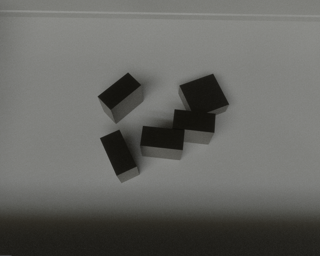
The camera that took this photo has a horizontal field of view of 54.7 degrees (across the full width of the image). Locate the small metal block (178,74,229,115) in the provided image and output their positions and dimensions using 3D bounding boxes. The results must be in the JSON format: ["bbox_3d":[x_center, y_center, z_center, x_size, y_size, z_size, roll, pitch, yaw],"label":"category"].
[{"bbox_3d":[0.059,-0.040,0.425,0.050,0.025,0.050,-20,72,-8],"label":"small metal block"}]

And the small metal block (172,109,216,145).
[{"bbox_3d":[0.041,0.000,0.397,0.050,0.050,0.025,6,70,2],"label":"small metal block"}]

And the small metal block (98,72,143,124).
[{"bbox_3d":[-0.050,-0.038,0.410,0.050,0.050,0.025,-41,76,-14],"label":"small metal block"}]

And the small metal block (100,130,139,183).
[{"bbox_3d":[-0.049,0.036,0.383,0.025,0.050,0.050,-25,72,-9],"label":"small metal block"}]

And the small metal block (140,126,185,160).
[{"bbox_3d":[0.003,0.020,0.389,0.050,0.050,0.025,6,70,2],"label":"small metal block"}]
